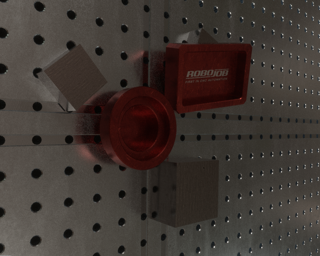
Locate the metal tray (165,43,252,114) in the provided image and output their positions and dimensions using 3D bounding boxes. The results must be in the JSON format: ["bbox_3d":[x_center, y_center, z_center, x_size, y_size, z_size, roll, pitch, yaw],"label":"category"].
[{"bbox_3d":[0.070,-0.074,0.439,0.131,0.030,0.089,-10,111,-31],"label":"metal tray"}]

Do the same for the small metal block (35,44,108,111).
[{"bbox_3d":[-0.094,-0.053,0.332,0.050,0.025,0.050,-49,119,-29],"label":"small metal block"}]

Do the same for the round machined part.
[{"bbox_3d":[-0.030,0.000,0.375,0.099,0.042,0.097,0,90,-40],"label":"round machined part"}]

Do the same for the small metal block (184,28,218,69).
[{"bbox_3d":[0.063,-0.112,0.464,0.050,0.025,0.050,29,72,-37],"label":"small metal block"}]

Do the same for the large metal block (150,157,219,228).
[{"bbox_3d":[0.034,0.083,0.424,0.081,0.050,0.079,2,89,-40],"label":"large metal block"}]
